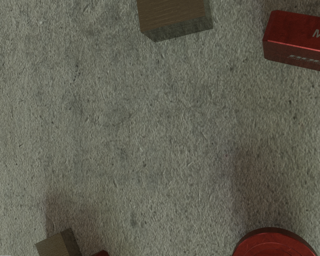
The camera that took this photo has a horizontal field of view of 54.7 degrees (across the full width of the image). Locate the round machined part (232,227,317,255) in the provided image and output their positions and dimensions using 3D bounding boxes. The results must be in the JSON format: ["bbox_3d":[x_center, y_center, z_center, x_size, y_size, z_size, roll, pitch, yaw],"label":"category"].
[{"bbox_3d":[0.132,0.162,0.354,0.098,0.042,0.097,0,90,19],"label":"round machined part"}]

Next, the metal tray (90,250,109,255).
[{"bbox_3d":[-0.091,0.253,0.437,0.090,0.030,0.130,-30,81,17],"label":"metal tray"}]

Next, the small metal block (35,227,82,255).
[{"bbox_3d":[-0.150,0.184,0.460,0.050,0.025,0.050,-28,81,17],"label":"small metal block"}]

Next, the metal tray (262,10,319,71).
[{"bbox_3d":[0.174,-0.079,0.313,0.130,0.090,0.030,18,96,18],"label":"metal tray"}]

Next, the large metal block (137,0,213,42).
[{"bbox_3d":[0.017,-0.162,0.389,0.080,0.050,0.080,-8,87,19],"label":"large metal block"}]
